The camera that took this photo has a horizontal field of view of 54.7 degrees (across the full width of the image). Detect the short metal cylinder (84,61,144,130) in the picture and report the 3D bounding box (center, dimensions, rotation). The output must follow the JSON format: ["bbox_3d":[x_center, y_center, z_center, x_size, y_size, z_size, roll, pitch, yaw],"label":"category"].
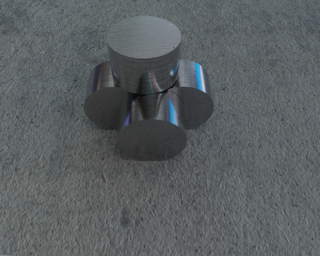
[{"bbox_3d":[-0.055,-0.041,0.403,0.081,0.080,0.050,-1,50,-1],"label":"short metal cylinder"}]

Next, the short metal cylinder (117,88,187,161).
[{"bbox_3d":[-0.009,-0.003,0.371,0.081,0.080,0.050,0,50,-1],"label":"short metal cylinder"}]

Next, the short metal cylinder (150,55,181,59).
[{"bbox_3d":[-0.009,-0.081,0.437,0.081,0.080,0.050,-1,50,-2],"label":"short metal cylinder"}]

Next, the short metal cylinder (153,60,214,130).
[{"bbox_3d":[0.027,-0.041,0.404,0.081,0.080,0.050,0,50,-1],"label":"short metal cylinder"}]

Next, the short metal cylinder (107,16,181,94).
[{"bbox_3d":[-0.017,-0.084,0.355,0.081,0.050,0.080,0,50,0],"label":"short metal cylinder"}]
